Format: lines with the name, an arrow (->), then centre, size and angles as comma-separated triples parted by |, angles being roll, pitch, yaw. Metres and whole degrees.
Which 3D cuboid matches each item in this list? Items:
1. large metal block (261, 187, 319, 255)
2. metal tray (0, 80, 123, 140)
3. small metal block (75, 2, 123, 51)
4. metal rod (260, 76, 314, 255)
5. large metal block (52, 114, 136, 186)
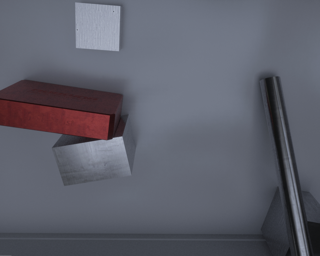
large metal block -> 0.191, 0.142, 0.437 | 0.050, 0.080, 0.079 | 11, 110, -5
metal tray -> -0.114, -0.024, 0.366 | 0.131, 0.090, 0.030 | 8, 110, -4
small metal block -> -0.071, -0.120, 0.366 | 0.050, 0.025, 0.050 | 4, 110, -2
metal rod -> 0.161, 0.085, 0.378 | 0.025, 0.025, 0.298 | -9, 84, 3
large metal block -> -0.077, 0.025, 0.390 | 0.080, 0.080, 0.050 | -9, 110, 3
